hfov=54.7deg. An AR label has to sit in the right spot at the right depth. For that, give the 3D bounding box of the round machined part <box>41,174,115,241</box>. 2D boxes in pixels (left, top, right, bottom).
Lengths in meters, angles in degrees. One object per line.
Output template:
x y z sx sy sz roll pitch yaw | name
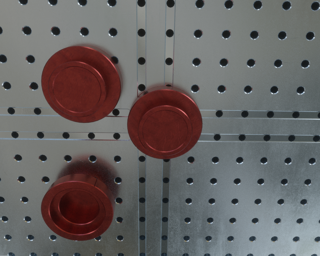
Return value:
-0.113 0.108 0.443 0.099 0.042 0.097 0 110 -1 | round machined part

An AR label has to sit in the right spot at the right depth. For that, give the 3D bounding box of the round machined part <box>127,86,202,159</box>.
0.006 -0.002 0.404 0.099 0.042 0.097 0 110 -1 | round machined part

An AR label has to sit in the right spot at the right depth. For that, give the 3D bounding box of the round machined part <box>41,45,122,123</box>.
-0.098 -0.052 0.384 0.099 0.042 0.097 0 110 -1 | round machined part
